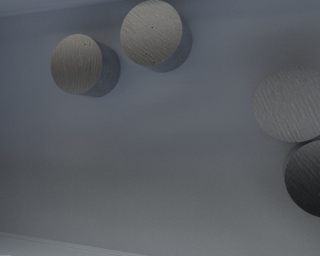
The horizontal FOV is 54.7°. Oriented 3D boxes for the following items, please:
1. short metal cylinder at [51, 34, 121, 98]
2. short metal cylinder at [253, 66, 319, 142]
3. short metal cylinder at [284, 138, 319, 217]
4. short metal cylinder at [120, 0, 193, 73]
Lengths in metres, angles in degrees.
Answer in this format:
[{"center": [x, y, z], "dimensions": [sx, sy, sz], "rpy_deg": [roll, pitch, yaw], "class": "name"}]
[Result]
[{"center": [-0.103, -0.084, 0.432], "dimensions": [0.080, 0.050, 0.079], "rpy_deg": [0, 90, 19], "class": "short metal cylinder"}, {"center": [0.147, -0.025, 0.345], "dimensions": [0.080, 0.050, 0.079], "rpy_deg": [0, 90, 19], "class": "short metal cylinder"}, {"center": [0.177, 0.051, 0.335], "dimensions": [0.080, 0.050, 0.079], "rpy_deg": [0, 90, 19], "class": "short metal cylinder"}, {"center": [-0.003, -0.115, 0.398], "dimensions": [0.080, 0.050, 0.079], "rpy_deg": [0, 90, 19], "class": "short metal cylinder"}]
